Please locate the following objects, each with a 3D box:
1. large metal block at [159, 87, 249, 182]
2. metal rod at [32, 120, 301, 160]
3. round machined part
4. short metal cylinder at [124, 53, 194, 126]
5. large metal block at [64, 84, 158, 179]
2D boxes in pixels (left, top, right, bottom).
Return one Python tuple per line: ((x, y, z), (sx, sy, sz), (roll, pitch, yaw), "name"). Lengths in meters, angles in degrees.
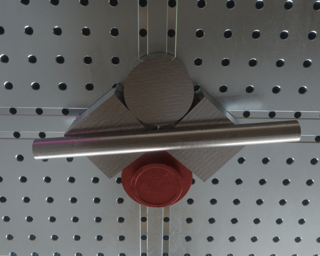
((0.054, 0.008, 0.397), (0.080, 0.050, 0.080), (40, 106, -14), "large metal block")
((0.006, 0.014, 0.359), (0.302, 0.025, 0.025), (-4, 110, 2), "metal rod")
((-0.004, 0.070, 0.426), (0.099, 0.042, 0.097), (0, 110, 0), "round machined part")
((-0.001, -0.049, 0.378), (0.081, 0.050, 0.079), (0, 110, 0), "short metal cylinder")
((-0.059, 0.004, 0.397), (0.080, 0.050, 0.080), (-38, 108, 12), "large metal block")
